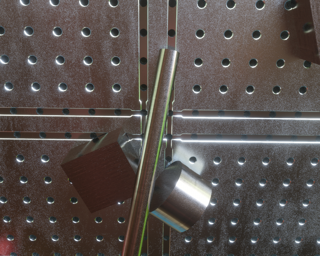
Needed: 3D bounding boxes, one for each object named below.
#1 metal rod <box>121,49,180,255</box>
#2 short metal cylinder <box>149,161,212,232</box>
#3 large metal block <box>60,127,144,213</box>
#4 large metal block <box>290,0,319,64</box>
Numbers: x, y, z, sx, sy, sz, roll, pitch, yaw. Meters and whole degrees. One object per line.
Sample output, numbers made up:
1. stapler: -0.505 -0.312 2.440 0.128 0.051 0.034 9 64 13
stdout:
1. metal rod: -0.016 0.052 0.387 0.025 0.025 0.298 11 93 -4
2. short metal cylinder: 0.024 0.091 0.418 0.050 0.080 0.080 37 106 -12
3. large metal block: -0.072 0.056 0.420 0.080 0.050 0.080 -23 109 8
4. large metal block: 0.206 -0.127 0.355 0.080 0.050 0.080 -18 109 6
